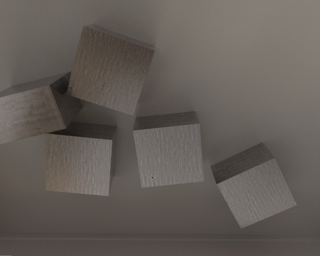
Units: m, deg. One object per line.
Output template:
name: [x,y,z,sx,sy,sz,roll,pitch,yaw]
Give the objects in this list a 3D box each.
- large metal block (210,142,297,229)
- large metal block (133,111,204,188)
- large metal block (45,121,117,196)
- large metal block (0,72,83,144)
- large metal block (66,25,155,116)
large metal block: [0.127,0.079,0.429,0.080,0.050,0.080,-27,108,9]
large metal block: [0.012,0.027,0.408,0.080,0.050,0.079,-6,110,2]
large metal block: [-0.103,0.039,0.411,0.081,0.050,0.079,6,110,-3]
large metal block: [-0.148,-0.027,0.370,0.080,0.080,0.050,-13,110,4]
large metal block: [-0.057,-0.070,0.371,0.080,0.050,0.079,18,109,-7]
